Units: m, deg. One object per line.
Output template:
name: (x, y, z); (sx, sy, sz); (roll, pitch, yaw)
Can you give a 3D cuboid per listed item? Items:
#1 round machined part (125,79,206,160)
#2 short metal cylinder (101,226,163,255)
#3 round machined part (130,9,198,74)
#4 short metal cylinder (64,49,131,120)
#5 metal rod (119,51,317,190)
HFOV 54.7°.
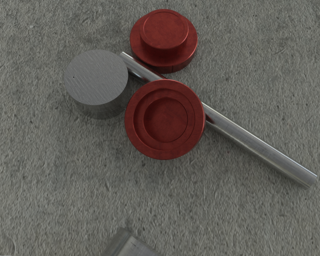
round machined part: (0.009, -0.010, 0.391); (0.098, 0.042, 0.097); (0, 88, 13)
short metal cylinder: (-0.024, 0.148, 0.324); (0.080, 0.080, 0.050); (33, 73, 11)
round machined part: (0.006, -0.131, 0.447); (0.099, 0.042, 0.098); (0, 70, -1)
short metal cylinder: (-0.081, -0.057, 0.415); (0.081, 0.050, 0.080); (0, 70, 0)
metal rod: (0.066, -0.016, 0.414); (0.300, 0.025, 0.025); (34, 73, 11)
